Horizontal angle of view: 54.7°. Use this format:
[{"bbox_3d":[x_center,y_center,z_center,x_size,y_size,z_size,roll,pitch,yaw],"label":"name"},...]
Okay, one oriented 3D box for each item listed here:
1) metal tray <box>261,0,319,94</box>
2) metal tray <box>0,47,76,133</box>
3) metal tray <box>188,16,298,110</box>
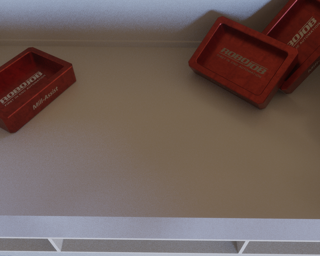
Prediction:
[{"bbox_3d":[0.198,-0.126,0.450,0.030,0.129,0.090,11,34,-55],"label":"metal tray"},{"bbox_3d":[-0.200,-0.060,0.450,0.090,0.030,0.130,25,54,19],"label":"metal tray"},{"bbox_3d":[0.119,-0.097,0.454,0.130,0.030,0.090,35,93,26],"label":"metal tray"}]
